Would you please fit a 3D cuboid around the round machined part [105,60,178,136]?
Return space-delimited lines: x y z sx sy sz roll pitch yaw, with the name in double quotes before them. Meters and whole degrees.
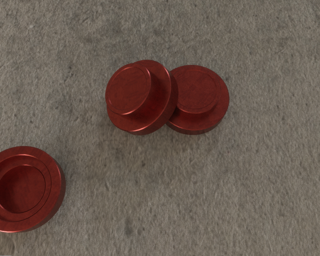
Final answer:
"round machined part" -0.030 -0.043 0.392 0.098 0.042 0.098 -10 69 28

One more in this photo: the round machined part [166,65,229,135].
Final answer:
"round machined part" 0.044 -0.043 0.415 0.099 0.042 0.098 0 70 -1

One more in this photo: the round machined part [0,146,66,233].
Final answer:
"round machined part" -0.162 0.074 0.370 0.099 0.042 0.098 0 70 -1
